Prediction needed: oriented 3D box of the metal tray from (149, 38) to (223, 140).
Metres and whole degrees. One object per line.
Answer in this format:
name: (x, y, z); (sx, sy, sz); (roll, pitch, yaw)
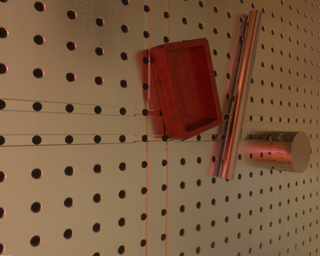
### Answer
metal tray: (0.040, -0.056, 0.441); (0.091, 0.030, 0.129); (-21, 104, -38)

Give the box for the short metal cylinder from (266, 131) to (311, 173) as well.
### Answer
short metal cylinder: (0.254, 0.046, 0.610); (0.081, 0.050, 0.079); (0, 90, -40)

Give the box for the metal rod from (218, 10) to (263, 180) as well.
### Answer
metal rod: (0.139, -0.062, 0.528); (0.025, 0.025, 0.299); (21, 77, -38)
